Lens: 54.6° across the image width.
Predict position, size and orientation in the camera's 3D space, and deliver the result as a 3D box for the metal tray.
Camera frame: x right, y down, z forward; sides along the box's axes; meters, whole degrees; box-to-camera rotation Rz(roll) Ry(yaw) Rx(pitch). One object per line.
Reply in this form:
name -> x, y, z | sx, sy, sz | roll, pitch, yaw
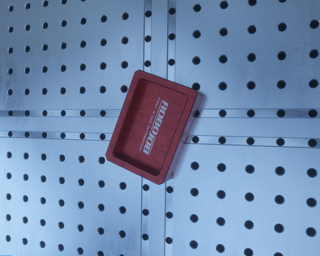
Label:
metal tray -> -0.010, -0.002, 0.413 | 0.090, 0.030, 0.129 | 23, 98, 18
